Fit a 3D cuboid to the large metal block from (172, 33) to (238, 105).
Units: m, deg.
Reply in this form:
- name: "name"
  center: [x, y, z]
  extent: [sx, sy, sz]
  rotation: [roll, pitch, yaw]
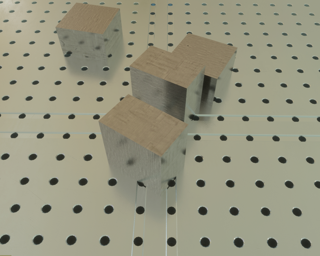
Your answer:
- name: "large metal block"
  center: [0.061, -0.091, 0.469]
  extent: [0.080, 0.050, 0.080]
  rotation: [23, 54, 18]

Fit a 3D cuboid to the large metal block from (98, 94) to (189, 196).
- name: "large metal block"
  center: [-0.017, 0.020, 0.355]
  extent: [0.080, 0.080, 0.050]
  rotation: [28, 56, 21]

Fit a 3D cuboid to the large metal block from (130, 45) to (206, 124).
- name: "large metal block"
  center: [0.010, -0.052, 0.416]
  extent: [0.080, 0.080, 0.050]
  rotation: [24, 54, 19]

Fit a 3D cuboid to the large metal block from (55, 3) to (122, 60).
- name: "large metal block"
  center: [-0.118, -0.167, 0.531]
  extent: [0.080, 0.050, 0.080]
  rotation: [11, 51, 9]
